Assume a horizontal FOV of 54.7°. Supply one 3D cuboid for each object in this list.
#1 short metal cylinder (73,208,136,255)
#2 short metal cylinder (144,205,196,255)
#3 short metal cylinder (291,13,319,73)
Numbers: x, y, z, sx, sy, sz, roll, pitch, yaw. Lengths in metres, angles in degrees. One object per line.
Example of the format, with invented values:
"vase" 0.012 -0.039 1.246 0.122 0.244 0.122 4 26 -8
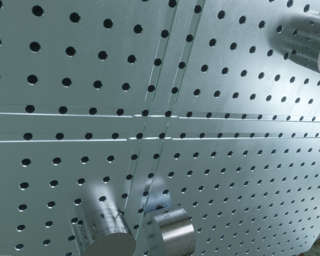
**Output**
"short metal cylinder" -0.082 0.165 0.454 0.081 0.050 0.079 -14 125 -21
"short metal cylinder" 0.014 0.167 0.488 0.050 0.080 0.079 -10 123 -24
"short metal cylinder" 0.242 -0.122 0.455 0.081 0.050 0.079 -14 125 -21
